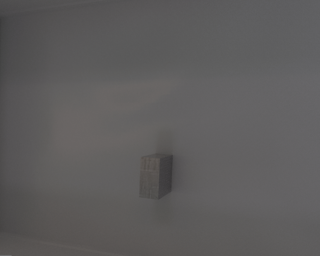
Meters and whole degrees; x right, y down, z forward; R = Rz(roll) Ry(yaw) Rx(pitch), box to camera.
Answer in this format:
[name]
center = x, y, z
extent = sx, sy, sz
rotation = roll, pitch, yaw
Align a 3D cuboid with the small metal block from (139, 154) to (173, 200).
[small metal block]
center = -0.004, 0.061, 0.399
extent = 0.025, 0.050, 0.050
rotation = 3, 91, 20
